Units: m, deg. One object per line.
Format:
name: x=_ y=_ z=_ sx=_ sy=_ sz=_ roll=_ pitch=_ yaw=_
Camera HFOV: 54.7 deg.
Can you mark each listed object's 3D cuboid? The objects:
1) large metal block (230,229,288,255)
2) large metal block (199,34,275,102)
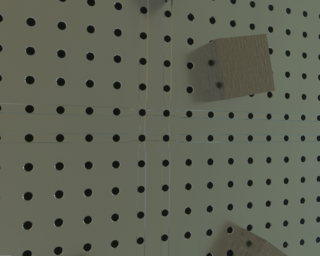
large metal block: x=0.147 y=0.211 z=0.456 sx=0.080 sy=0.050 sz=0.080 roll=38 pitch=78 yaw=-17
large metal block: x=0.109 y=-0.084 z=0.441 sx=0.081 sy=0.050 sz=0.079 roll=-12 pitch=94 yaw=-20
